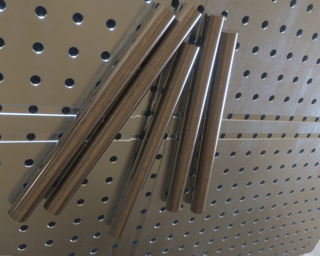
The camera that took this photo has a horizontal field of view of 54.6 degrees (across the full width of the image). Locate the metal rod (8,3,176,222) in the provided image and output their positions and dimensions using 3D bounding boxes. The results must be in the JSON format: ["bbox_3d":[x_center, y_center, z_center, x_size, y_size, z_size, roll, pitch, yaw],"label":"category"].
[{"bbox_3d":[-0.083,-0.010,0.358,0.025,0.025,0.299,31,101,-38],"label":"metal rod"}]

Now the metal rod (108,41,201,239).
[{"bbox_3d":[-0.015,0.030,0.421,0.025,0.025,0.298,8,114,-32],"label":"metal rod"}]

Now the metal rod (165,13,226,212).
[{"bbox_3d":[0.043,-0.003,0.432,0.025,0.025,0.298,-5,121,-26],"label":"metal rod"}]

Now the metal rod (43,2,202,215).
[{"bbox_3d":[-0.051,-0.015,0.374,0.025,0.025,0.299,29,102,-38],"label":"metal rod"}]

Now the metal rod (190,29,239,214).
[{"bbox_3d":[0.074,0.009,0.456,0.025,0.025,0.298,-10,123,-23],"label":"metal rod"}]
